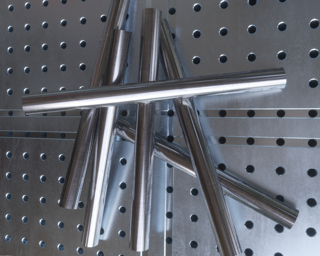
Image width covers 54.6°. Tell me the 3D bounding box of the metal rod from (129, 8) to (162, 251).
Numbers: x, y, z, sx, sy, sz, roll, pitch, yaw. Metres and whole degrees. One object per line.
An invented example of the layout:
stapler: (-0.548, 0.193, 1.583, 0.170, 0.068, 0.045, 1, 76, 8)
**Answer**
metal rod: (-0.018, 0.003, 0.391, 0.025, 0.025, 0.298, 4, 92, 20)

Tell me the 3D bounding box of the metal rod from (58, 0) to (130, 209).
metal rod: (-0.086, -0.042, 0.420, 0.025, 0.025, 0.299, 12, 85, 19)

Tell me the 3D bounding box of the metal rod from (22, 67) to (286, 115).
metal rod: (-0.007, -0.043, 0.364, 0.302, 0.025, 0.025, -6, 88, 0)

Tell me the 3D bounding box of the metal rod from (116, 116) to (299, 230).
metal rod: (0.027, 0.041, 0.403, 0.300, 0.025, 0.025, 27, 99, 18)

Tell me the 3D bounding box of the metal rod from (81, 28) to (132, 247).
metal rod: (-0.074, 0.023, 0.416, 0.025, 0.025, 0.298, 16, 104, 19)

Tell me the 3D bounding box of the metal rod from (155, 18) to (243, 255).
metal rod: (0.039, 0.001, 0.379, 0.025, 0.025, 0.299, -21, 76, 19)
